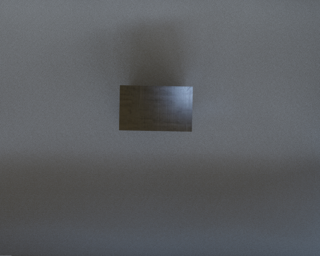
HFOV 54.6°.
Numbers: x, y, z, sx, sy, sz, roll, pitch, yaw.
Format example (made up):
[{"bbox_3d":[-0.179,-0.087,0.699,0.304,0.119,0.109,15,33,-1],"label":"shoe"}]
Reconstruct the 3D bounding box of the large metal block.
[{"bbox_3d":[-0.005,-0.022,0.382,0.080,0.080,0.050,1,90,0],"label":"large metal block"}]
